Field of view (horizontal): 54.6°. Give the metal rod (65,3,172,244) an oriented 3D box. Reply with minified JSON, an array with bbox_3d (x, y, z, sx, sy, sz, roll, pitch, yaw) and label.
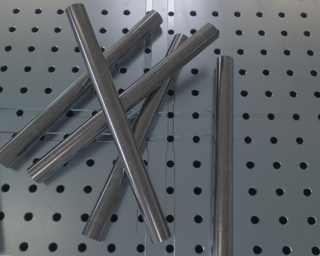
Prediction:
[{"bbox_3d":[-0.052,-0.009,0.375,0.025,0.025,0.299,-21,86,-7],"label":"metal rod"}]

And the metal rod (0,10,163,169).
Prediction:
[{"bbox_3d":[-0.104,-0.063,0.434,0.025,0.025,0.301,39,74,13],"label":"metal rod"}]

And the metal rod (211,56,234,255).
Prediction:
[{"bbox_3d":[0.081,0.042,0.396,0.025,0.025,0.299,5,70,2],"label":"metal rod"}]

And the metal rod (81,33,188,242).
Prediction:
[{"bbox_3d":[-0.024,-0.001,0.412,0.025,0.025,0.300,21,71,7],"label":"metal rod"}]

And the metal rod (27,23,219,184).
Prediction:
[{"bbox_3d":[-0.043,-0.036,0.404,0.301,0.025,0.025,-40,75,-6],"label":"metal rod"}]
